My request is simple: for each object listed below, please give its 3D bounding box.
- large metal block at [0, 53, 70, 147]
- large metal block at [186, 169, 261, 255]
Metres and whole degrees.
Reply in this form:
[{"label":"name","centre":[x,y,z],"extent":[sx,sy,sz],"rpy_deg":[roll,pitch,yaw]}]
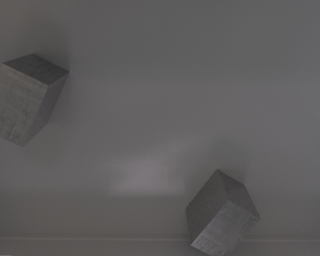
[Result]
[{"label":"large metal block","centre":[-0.157,-0.036,0.367],"extent":[0.050,0.080,0.080],"rpy_deg":[26,108,-9]},{"label":"large metal block","centre":[0.082,0.117,0.426],"extent":[0.050,0.080,0.080],"rpy_deg":[31,107,-11]}]
